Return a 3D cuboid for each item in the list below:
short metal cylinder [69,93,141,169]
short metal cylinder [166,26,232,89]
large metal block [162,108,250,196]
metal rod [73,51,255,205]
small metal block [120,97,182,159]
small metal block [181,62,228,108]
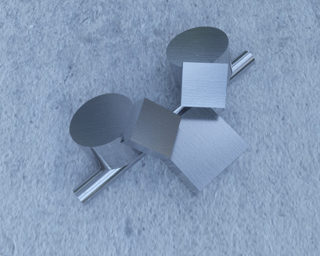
[{"bbox_3d":[-0.062,0.004,0.379,0.080,0.050,0.080,-9,51,12],"label":"short metal cylinder"},{"bbox_3d":[0.053,-0.090,0.414,0.080,0.050,0.080,-9,51,12],"label":"short metal cylinder"},{"bbox_3d":[0.048,0.026,0.385,0.080,0.050,0.080,-40,75,-13],"label":"large metal block"},{"bbox_3d":[0.015,-0.008,0.412,0.301,0.025,0.025,-39,75,-14],"label":"metal rod"},{"bbox_3d":[-0.009,0.001,0.343,0.050,0.025,0.050,26,69,-25],"label":"small metal block"},{"bbox_3d":[0.050,-0.051,0.362,0.050,0.025,0.050,2,101,0],"label":"small metal block"}]
